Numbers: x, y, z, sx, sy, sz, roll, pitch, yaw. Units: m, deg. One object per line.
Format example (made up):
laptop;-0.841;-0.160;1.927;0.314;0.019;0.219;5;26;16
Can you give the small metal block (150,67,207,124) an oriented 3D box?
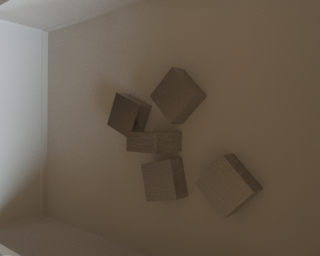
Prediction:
small metal block;0.022;-0.040;0.389;0.050;0.025;0.050;-50;61;28

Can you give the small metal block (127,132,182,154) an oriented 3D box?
small metal block;-0.007;0.017;0.396;0.050;0.050;0.025;1;91;40

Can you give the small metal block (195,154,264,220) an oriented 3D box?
small metal block;0.076;0.064;0.344;0.050;0.025;0.050;-51;60;27

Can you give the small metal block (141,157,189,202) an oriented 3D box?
small metal block;0.006;0.067;0.402;0.050;0.025;0.050;-15;80;39

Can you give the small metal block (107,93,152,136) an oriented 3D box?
small metal block;-0.044;-0.018;0.444;0.050;0.025;0.050;29;108;36
